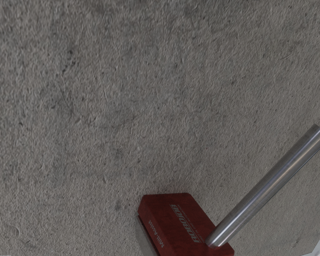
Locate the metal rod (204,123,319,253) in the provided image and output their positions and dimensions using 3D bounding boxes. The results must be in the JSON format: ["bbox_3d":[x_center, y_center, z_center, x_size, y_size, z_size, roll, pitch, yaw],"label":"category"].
[{"bbox_3d":[0.105,0.116,0.407,0.025,0.025,0.299,26,110,-37],"label":"metal rod"}]

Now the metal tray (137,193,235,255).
[{"bbox_3d":[0.033,0.148,0.449,0.091,0.130,0.030,4,116,-31],"label":"metal tray"}]

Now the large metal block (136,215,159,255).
[{"bbox_3d":[0.014,0.169,0.473,0.081,0.080,0.050,-11,125,-21],"label":"large metal block"}]
